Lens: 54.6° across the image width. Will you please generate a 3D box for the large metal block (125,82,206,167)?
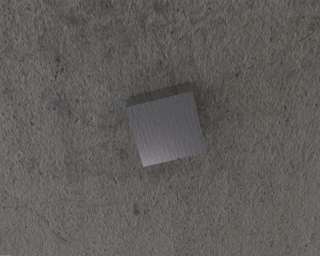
[{"bbox_3d":[0.008,-0.005,0.394,0.080,0.050,0.080,-14,110,5],"label":"large metal block"}]
